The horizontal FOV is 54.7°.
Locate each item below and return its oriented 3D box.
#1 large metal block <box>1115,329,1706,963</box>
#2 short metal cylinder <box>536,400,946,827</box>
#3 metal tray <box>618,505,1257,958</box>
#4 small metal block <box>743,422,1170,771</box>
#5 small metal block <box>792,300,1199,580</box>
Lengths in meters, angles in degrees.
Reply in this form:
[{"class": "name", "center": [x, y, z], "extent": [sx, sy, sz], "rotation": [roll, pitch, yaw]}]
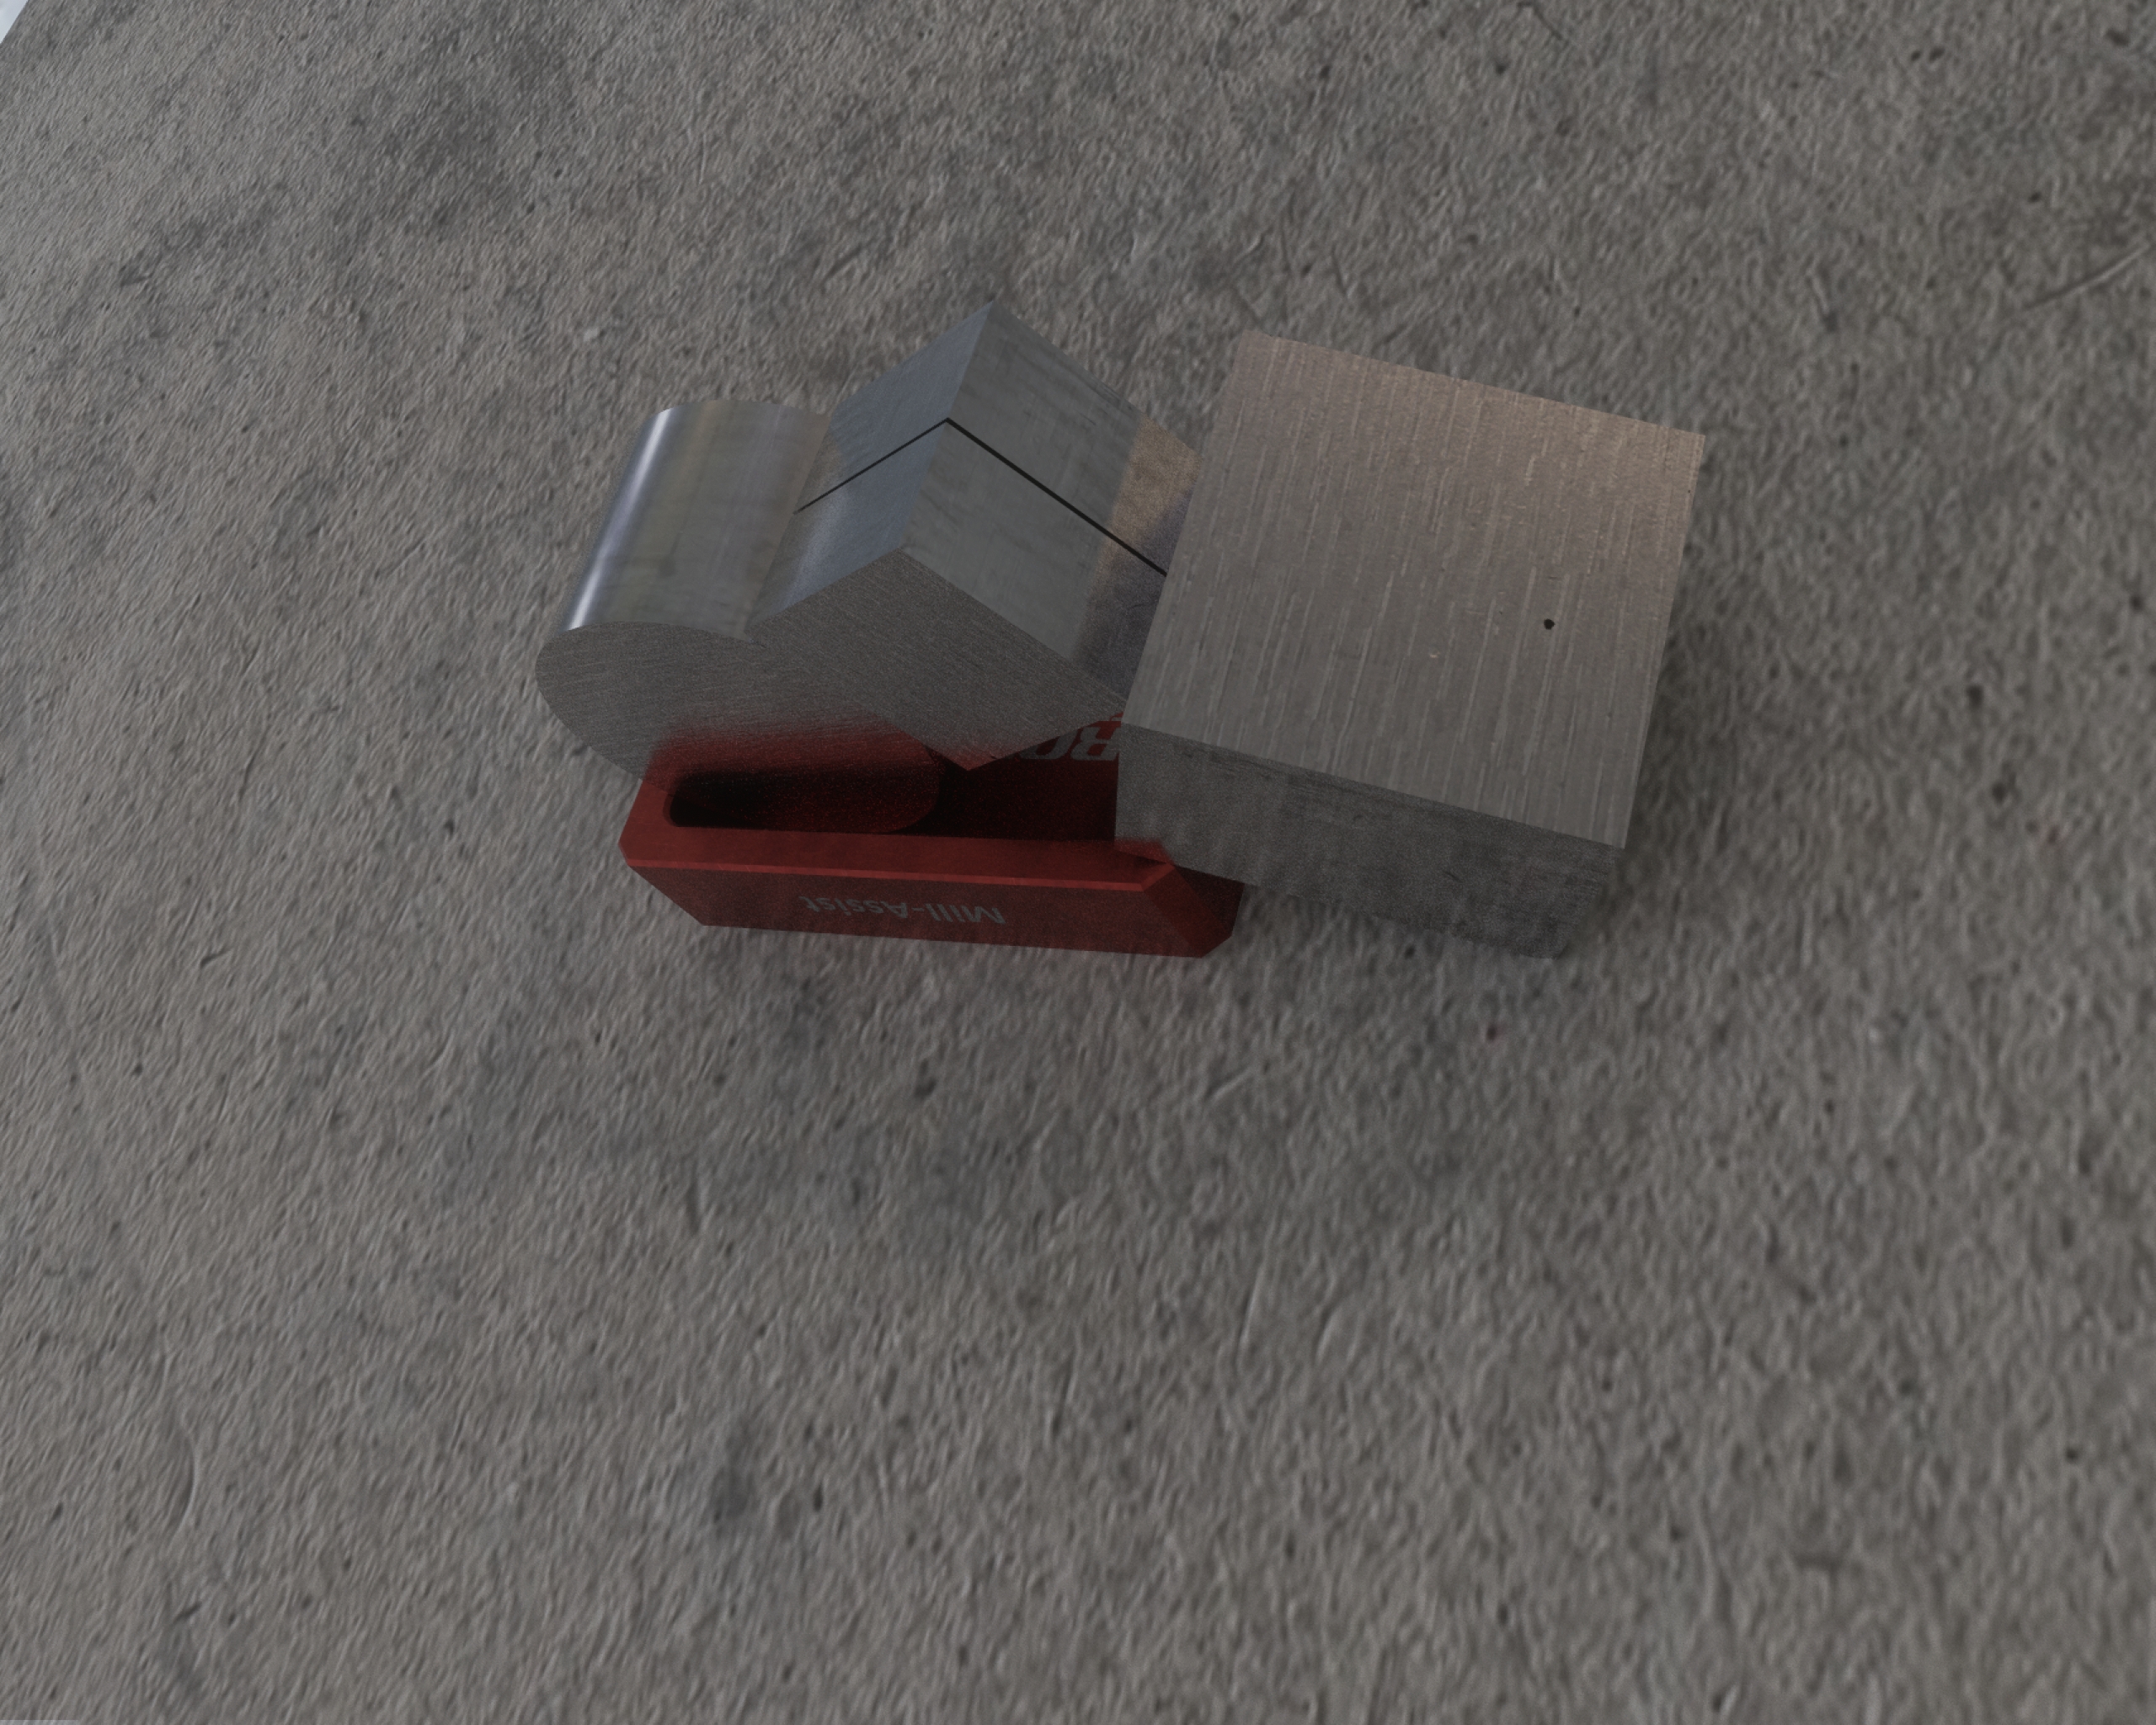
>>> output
[{"class": "large metal block", "center": [0.056, -0.037, 0.364], "extent": [0.080, 0.050, 0.080], "rotation": [15, 67, 6]}, {"class": "short metal cylinder", "center": [-0.060, -0.046, 0.413], "extent": [0.080, 0.080, 0.050], "rotation": [1, 63, 29]}, {"class": "metal tray", "center": [-0.023, -0.030, 0.433], "extent": [0.130, 0.030, 0.090], "rotation": [2, 63, 29]}, {"class": "small metal block", "center": [-0.021, -0.044, 0.359], "extent": [0.050, 0.050, 0.025], "rotation": [-17, 49, 51]}, {"class": "small metal block", "center": [-0.013, -0.066, 0.370], "extent": [0.050, 0.050, 0.025], "rotation": [-17, 49, 51]}]
